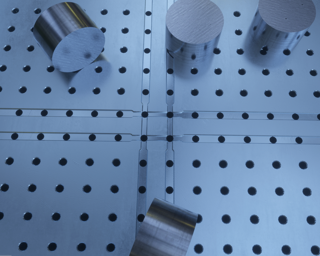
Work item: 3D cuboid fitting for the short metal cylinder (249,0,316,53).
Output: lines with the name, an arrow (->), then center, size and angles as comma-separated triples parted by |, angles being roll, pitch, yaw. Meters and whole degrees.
short metal cylinder -> 0.178, -0.159, 0.458 | 0.081, 0.050, 0.080 | 0, 70, 0

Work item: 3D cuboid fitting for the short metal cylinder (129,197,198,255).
short metal cylinder -> 0.003, 0.122, 0.338 | 0.050, 0.080, 0.080 | 22, 72, 8

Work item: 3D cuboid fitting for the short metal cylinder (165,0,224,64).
short metal cylinder -> 0.048, -0.141, 0.450 | 0.081, 0.050, 0.080 | 0, 70, 0

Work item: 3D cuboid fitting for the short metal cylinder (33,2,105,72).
short metal cylinder -> -0.124, -0.123, 0.427 | 0.080, 0.080, 0.050 | -35, 74, -12
